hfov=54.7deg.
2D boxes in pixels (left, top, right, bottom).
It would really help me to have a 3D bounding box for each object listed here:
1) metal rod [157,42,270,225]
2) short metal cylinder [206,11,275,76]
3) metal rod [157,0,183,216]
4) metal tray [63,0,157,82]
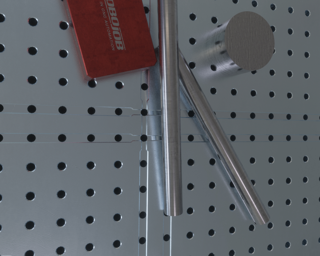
[{"bbox_3d":[0.081,0.012,0.442,0.025,0.025,0.299,-33,101,-17],"label":"metal rod"},{"bbox_3d":[0.113,-0.118,0.441,0.081,0.050,0.079,0,90,-20],"label":"short metal cylinder"},{"bbox_3d":[0.013,-0.033,0.400,0.025,0.025,0.298,-5,98,-20],"label":"metal rod"},{"bbox_3d":[-0.064,-0.131,0.386,0.091,0.030,0.129,-16,96,-19],"label":"metal tray"}]
